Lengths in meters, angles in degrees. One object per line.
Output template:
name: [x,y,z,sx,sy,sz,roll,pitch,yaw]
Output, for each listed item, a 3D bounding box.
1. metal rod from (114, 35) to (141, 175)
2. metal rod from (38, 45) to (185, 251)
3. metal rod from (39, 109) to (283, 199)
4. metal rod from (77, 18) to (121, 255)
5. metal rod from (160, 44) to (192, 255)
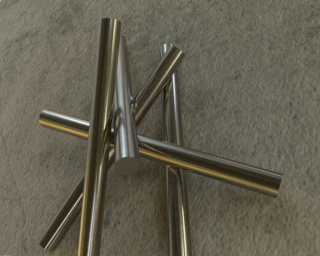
metal rod: [-0.051,-0.056,0.416,0.025,0.025,0.300,-26,38,12]
metal rod: [-0.059,0.022,0.401,0.025,0.025,0.300,29,83,37]
metal rod: [-0.018,0.022,0.358,0.301,0.025,0.025,15,69,22]
metal rod: [-0.070,0.026,0.350,0.025,0.025,0.298,3,86,29]
metal rod: [0.016,0.008,0.389,0.025,0.025,0.299,-15,56,19]
